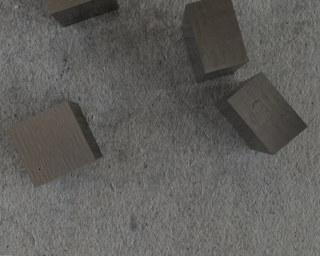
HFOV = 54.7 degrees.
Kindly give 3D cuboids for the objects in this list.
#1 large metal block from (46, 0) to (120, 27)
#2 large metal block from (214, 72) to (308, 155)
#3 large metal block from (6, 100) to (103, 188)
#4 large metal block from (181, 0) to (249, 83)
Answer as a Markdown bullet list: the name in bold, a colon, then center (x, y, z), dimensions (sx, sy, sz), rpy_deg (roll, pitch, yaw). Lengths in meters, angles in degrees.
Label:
- **large metal block**: center (-0.106, -0.187, 0.396), dimensions (0.080, 0.050, 0.080), rpy_deg (-19, 90, 0)
- **large metal block**: center (0.119, -0.016, 0.383), dimensions (0.050, 0.080, 0.080), rpy_deg (-40, 90, 0)
- **large metal block**: center (-0.131, 0.019, 0.396), dimensions (0.080, 0.050, 0.080), rpy_deg (-25, 90, 0)
- **large metal block**: center (0.064, -0.105, 0.383), dimensions (0.050, 0.080, 0.080), rpy_deg (-16, 90, 0)
